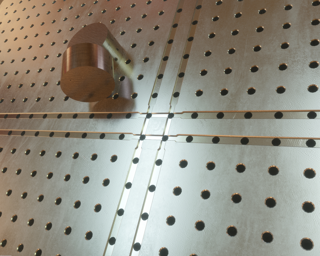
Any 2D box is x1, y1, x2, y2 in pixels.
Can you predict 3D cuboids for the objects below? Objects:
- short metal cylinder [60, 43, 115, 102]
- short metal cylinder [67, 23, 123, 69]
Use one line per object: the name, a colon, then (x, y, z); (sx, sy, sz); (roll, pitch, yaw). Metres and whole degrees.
short metal cylinder: (-0.112, -0.085, 0.482); (0.080, 0.080, 0.050); (-21, 54, 16)
short metal cylinder: (-0.110, -0.132, 0.529); (0.080, 0.050, 0.080); (-13, 56, 20)
